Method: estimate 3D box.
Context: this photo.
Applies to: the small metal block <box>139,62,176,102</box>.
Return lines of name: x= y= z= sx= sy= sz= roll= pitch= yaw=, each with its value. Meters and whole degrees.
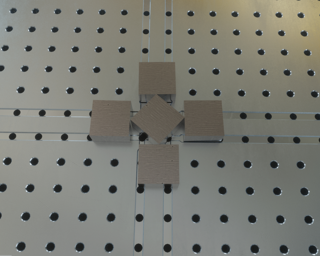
small metal block: x=-0.004 y=-0.065 z=0.435 sx=0.050 sy=0.025 sz=0.050 roll=0 pitch=70 yaw=-1

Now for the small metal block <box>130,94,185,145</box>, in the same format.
small metal block: x=-0.003 y=-0.008 z=0.414 sx=0.050 sy=0.025 sz=0.050 roll=40 pitch=75 yaw=13

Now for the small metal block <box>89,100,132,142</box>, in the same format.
small metal block: x=-0.064 y=-0.009 z=0.414 sx=0.050 sy=0.025 sz=0.050 roll=1 pitch=70 yaw=0

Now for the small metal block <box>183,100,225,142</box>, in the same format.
small metal block: x=0.057 y=-0.009 z=0.416 sx=0.050 sy=0.025 sz=0.050 roll=0 pitch=70 yaw=-1

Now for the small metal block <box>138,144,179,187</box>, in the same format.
small metal block: x=-0.002 y=0.048 z=0.394 sx=0.050 sy=0.025 sz=0.050 roll=0 pitch=70 yaw=0
